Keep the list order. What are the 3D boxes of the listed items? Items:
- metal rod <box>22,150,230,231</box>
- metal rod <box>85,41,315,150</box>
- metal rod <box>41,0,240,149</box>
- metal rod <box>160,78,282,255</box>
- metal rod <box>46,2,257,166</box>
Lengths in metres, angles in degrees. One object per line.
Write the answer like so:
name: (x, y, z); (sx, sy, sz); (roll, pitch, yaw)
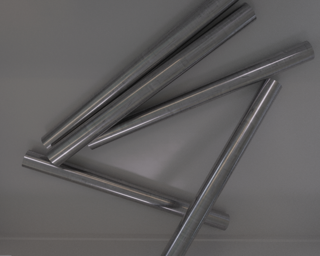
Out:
metal rod: (-0.043, 0.091, 0.444); (0.302, 0.025, 0.025); (19, 109, -7)
metal rod: (0.044, -0.038, 0.397); (0.301, 0.025, 0.025); (-22, 109, 7)
metal rod: (-0.033, -0.068, 0.385); (0.300, 0.025, 0.025); (-37, 106, 12)
metal rod: (0.066, 0.071, 0.384); (0.025, 0.025, 0.299); (32, 86, -11)
metal rod: (-0.016, -0.049, 0.380); (0.300, 0.025, 0.025); (-36, 106, 7)
